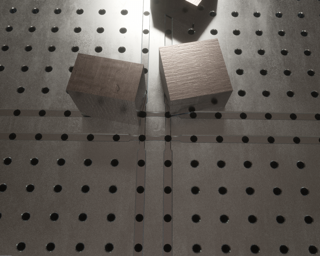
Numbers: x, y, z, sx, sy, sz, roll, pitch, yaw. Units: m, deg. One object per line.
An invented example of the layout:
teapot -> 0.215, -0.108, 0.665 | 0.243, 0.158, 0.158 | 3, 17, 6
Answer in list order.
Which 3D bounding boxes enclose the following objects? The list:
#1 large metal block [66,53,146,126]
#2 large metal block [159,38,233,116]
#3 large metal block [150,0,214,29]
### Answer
large metal block -> -0.064, -0.047, 0.399 | 0.080, 0.080, 0.050 | 10, 71, 3
large metal block -> 0.045, -0.069, 0.424 | 0.081, 0.050, 0.080 | -10, 70, -4
large metal block -> 0.040, -0.215, 0.478 | 0.080, 0.050, 0.080 | 31, 73, 10
